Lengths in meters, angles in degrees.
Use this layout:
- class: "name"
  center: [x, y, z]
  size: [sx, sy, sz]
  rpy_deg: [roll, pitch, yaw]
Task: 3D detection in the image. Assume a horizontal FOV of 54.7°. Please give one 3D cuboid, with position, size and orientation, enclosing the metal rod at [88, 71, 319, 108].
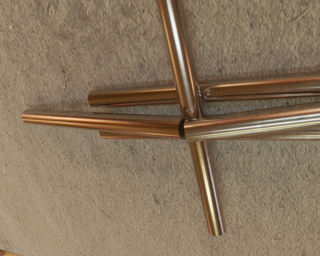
- class: "metal rod"
  center: [0.041, -0.042, 0.359]
  size: [0.300, 0.025, 0.025]
  rpy_deg: [-1, 118, 28]

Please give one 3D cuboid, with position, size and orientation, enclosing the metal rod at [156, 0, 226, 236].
- class: "metal rod"
  center: [0.043, 0.006, 0.356]
  size: [0.025, 0.025, 0.298]
  rpy_deg: [-1, 118, 28]

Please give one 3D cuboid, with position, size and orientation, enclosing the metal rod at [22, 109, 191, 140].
- class: "metal rod"
  center: [-0.094, -0.009, 0.418]
  size: [0.300, 0.025, 0.025]
  rpy_deg: [4, 121, 36]

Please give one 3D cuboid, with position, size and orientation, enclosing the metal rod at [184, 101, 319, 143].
- class: "metal rod"
  center: [0.170, -0.015, 0.277]
  size: [0.301, 0.025, 0.025]
  rpy_deg: [-8, 115, 20]

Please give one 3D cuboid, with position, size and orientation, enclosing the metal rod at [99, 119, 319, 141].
- class: "metal rod"
  center: [0.053, 0.002, 0.380]
  size: [0.300, 0.025, 0.025]
  rpy_deg: [-1, 118, 28]
